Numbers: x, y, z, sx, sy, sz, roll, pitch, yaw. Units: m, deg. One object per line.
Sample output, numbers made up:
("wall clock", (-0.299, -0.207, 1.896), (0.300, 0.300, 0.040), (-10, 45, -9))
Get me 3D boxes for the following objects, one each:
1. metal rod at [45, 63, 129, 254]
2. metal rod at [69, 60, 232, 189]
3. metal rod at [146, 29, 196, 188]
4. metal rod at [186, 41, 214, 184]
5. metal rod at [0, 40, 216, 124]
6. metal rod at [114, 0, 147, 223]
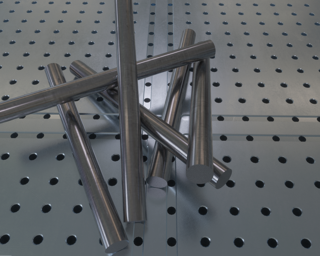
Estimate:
("metal rod", (-0.105, 0.014, 0.395), (0.025, 0.025, 0.300), (-19, 53, -15))
("metal rod", (-0.033, -0.022, 0.401), (0.025, 0.025, 0.300), (-34, 50, -25))
("metal rod", (0.023, -0.051, 0.450), (0.025, 0.025, 0.300), (8, 50, 7))
("metal rod", (0.053, -0.046, 0.401), (0.025, 0.025, 0.300), (5, 36, 4))
("metal rod", (-0.063, -0.066, 0.413), (0.302, 0.025, 0.025), (-20, 53, -14))
("metal rod", (-0.039, -0.041, 0.379), (0.025, 0.025, 0.299), (-4, 70, -3))
